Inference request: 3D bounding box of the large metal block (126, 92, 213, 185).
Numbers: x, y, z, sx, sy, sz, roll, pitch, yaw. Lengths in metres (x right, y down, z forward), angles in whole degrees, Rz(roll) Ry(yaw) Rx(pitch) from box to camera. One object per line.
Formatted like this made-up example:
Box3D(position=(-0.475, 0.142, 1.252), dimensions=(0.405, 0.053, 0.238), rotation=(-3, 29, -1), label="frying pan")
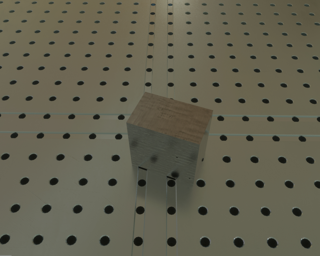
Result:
Box3D(position=(0.011, 0.013, 0.361), dimensions=(0.080, 0.080, 0.050), rotation=(17, 52, 13), label="large metal block")
